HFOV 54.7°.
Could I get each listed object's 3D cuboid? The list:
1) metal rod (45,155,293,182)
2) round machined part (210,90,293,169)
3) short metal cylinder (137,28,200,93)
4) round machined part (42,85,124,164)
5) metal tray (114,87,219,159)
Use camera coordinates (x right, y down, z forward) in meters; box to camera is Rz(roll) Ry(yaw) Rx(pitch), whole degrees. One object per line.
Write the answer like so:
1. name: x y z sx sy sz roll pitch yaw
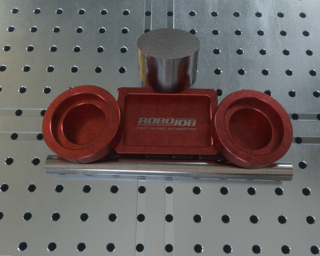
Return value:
1. metal rod: 0.011 0.050 0.389 0.302 0.025 0.025 2 70 0
2. round machined part: 0.111 0.004 0.393 0.099 0.042 0.098 3 68 -7
3. short metal cylinder: 0.011 -0.091 0.412 0.081 0.050 0.080 0 44 0
4. round machined part: -0.093 -0.002 0.393 0.099 0.042 0.098 -3 67 7
5. metal tray: 0.009 -0.006 0.407 0.131 0.030 0.090 1 71 0
